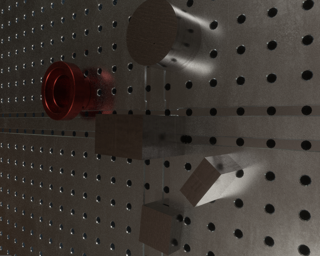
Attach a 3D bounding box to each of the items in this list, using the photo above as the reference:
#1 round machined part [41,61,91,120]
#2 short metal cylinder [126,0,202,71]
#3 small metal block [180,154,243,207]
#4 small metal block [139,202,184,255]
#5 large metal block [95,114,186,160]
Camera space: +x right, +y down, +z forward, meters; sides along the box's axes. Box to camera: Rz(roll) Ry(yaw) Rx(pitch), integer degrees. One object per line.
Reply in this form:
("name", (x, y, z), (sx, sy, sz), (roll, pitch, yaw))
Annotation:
("round machined part", (-0.155, -0.061, 0.523), (0.098, 0.042, 0.097), (0, 90, 39))
("short metal cylinder", (0.004, -0.114, 0.388), (0.080, 0.050, 0.079), (0, 90, 39))
("small metal block", (0.057, 0.057, 0.344), (0.025, 0.050, 0.050), (47, 118, 29))
("small metal block", (0.001, 0.130, 0.407), (0.050, 0.025, 0.050), (9, 96, 39))
("large metal block", (-0.024, 0.009, 0.392), (0.080, 0.081, 0.050), (3, 92, 39))
